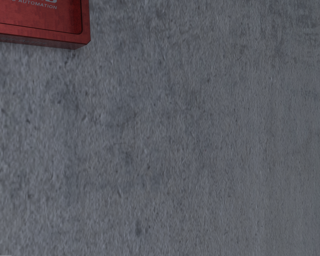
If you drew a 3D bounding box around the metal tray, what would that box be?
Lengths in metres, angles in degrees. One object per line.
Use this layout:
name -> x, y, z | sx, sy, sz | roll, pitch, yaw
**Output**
metal tray -> -0.133, -0.127, 0.290 | 0.131, 0.030, 0.089 | -4, 93, -40
